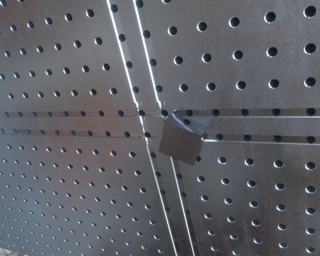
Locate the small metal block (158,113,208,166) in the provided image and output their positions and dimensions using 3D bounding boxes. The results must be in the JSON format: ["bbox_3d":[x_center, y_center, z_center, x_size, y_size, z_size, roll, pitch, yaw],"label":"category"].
[{"bbox_3d":[0.030,0.015,0.404,0.050,0.025,0.050,21,126,15],"label":"small metal block"}]
